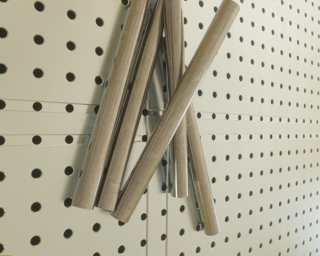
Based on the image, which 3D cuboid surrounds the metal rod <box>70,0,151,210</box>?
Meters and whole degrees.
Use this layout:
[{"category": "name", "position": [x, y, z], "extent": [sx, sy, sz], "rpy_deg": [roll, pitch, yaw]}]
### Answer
[{"category": "metal rod", "position": [-0.050, -0.056, 0.368], "extent": [0.025, 0.025, 0.299], "rpy_deg": [23, 75, -38]}]

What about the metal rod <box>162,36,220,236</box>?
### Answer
[{"category": "metal rod", "position": [0.047, 0.018, 0.450], "extent": [0.025, 0.025, 0.298], "rpy_deg": [-23, 105, -38]}]

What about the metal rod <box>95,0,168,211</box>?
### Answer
[{"category": "metal rod", "position": [-0.027, -0.049, 0.388], "extent": [0.025, 0.025, 0.299], "rpy_deg": [24, 75, -38]}]

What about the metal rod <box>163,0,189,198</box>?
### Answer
[{"category": "metal rod", "position": [0.021, -0.053, 0.408], "extent": [0.025, 0.025, 0.298], "rpy_deg": [-12, 104, -40]}]

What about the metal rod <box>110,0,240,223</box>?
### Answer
[{"category": "metal rod", "position": [0.021, -0.024, 0.383], "extent": [0.025, 0.025, 0.299], "rpy_deg": [31, 84, -36]}]
